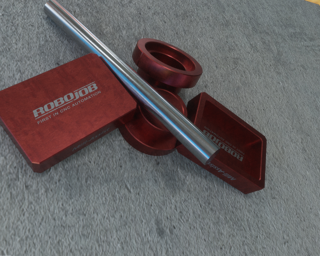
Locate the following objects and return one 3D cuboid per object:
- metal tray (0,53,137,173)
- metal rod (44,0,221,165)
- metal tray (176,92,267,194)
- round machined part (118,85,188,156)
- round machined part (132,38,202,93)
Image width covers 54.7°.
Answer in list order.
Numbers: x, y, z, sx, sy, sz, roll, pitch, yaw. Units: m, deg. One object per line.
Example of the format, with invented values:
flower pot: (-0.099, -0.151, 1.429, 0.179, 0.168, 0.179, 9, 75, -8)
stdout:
metal tray: (-0.103, -0.022, 0.346, 0.131, 0.030, 0.090, -33, 77, -29)
metal rod: (-0.046, -0.067, 0.378, 0.300, 0.025, 0.025, 44, 50, 19)
metal tray: (0.089, 0.021, 0.423, 0.130, 0.030, 0.090, 33, 51, -20)
round machined part: (-0.004, -0.016, 0.403, 0.099, 0.042, 0.098, 14, 56, -21)
round machined part: (0.006, -0.083, 0.434, 0.099, 0.042, 0.098, 20, 32, -13)
